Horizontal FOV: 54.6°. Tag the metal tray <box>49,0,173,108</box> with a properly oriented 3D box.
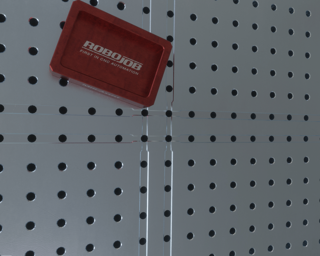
[{"bbox_3d":[-0.059,-0.088,0.387,0.131,0.030,0.090,20,84,-19],"label":"metal tray"}]
